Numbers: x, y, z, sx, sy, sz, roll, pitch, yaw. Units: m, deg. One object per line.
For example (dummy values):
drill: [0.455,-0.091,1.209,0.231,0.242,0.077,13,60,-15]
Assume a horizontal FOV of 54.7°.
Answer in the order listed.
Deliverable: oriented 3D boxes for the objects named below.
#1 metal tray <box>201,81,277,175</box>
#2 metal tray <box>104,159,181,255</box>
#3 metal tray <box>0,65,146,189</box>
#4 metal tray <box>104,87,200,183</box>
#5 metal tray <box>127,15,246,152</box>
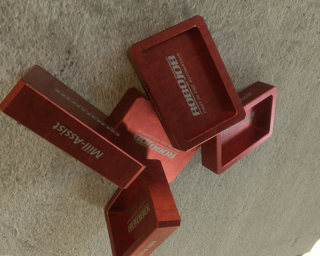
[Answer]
metal tray: [0.115,-0.002,0.448,0.131,0.030,0.089,-30,130,-28]
metal tray: [-0.029,0.111,0.395,0.030,0.090,0.129,6,136,-31]
metal tray: [-0.079,-0.003,0.302,0.130,0.090,0.030,38,97,-23]
metal tray: [-0.010,0.015,0.410,0.131,0.030,0.090,28,103,-38]
metal tray: [0.031,-0.049,0.355,0.090,0.030,0.129,-28,99,-11]
